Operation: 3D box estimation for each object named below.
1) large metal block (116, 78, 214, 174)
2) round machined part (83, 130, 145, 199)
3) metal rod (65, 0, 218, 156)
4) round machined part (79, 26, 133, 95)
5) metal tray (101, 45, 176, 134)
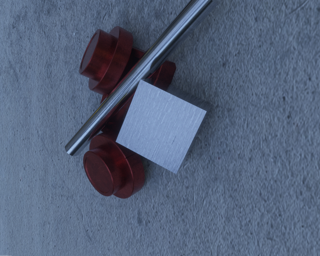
[{"bbox_3d":[0.006,-0.006,0.366,0.080,0.050,0.079,27,108,11],"label":"large metal block"},{"bbox_3d":[-0.070,0.055,0.431,0.098,0.042,0.097,24,127,37],"label":"round machined part"},{"bbox_3d":[-0.042,-0.053,0.402,0.299,0.025,0.025,-42,65,31],"label":"metal rod"},{"bbox_3d":[-0.080,-0.099,0.435,0.098,0.042,0.098,-41,37,42],"label":"round machined part"},{"bbox_3d":[-0.038,-0.043,0.435,0.090,0.030,0.129,31,109,35],"label":"metal tray"}]
